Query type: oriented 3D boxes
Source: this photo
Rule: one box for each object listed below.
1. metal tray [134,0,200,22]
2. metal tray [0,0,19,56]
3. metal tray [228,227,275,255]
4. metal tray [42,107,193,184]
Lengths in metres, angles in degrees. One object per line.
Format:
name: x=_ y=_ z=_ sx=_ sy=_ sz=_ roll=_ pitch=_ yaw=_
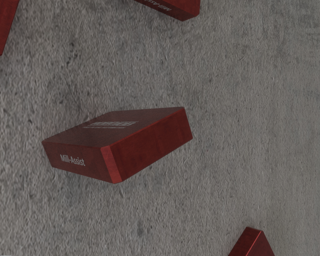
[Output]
metal tray: x=-0.001 y=-0.204 z=0.399 sx=0.131 sy=0.030 sz=0.089 roll=7 pitch=85 yaw=-40
metal tray: x=-0.186 y=-0.118 z=0.245 sx=0.131 sy=0.030 sz=0.090 roll=20 pitch=78 yaw=-38
metal tray: x=0.167 y=0.251 z=0.541 sx=0.090 sy=0.030 sz=0.130 roll=-44 pitch=116 yaw=-31
metal tray: x=-0.045 y=0.011 z=0.298 sx=0.091 sy=0.130 sz=0.030 roll=-28 pitch=108 yaw=-37
